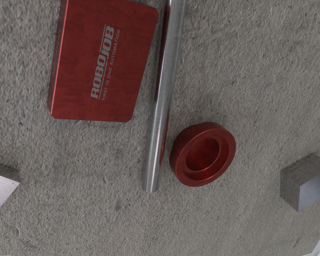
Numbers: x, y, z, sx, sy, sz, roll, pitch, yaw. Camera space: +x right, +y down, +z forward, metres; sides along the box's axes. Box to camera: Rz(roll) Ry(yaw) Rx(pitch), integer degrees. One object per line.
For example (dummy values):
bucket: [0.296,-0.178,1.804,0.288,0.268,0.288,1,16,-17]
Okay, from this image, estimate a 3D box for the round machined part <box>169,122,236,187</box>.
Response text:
round machined part: [0.057,0.034,0.448,0.099,0.042,0.097,-14,124,-21]

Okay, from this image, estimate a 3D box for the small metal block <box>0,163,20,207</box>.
small metal block: [-0.193,0.063,0.340,0.050,0.025,0.050,-49,129,6]

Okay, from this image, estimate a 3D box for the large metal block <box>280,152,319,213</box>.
large metal block: [0.289,0.108,0.616,0.080,0.050,0.080,-25,128,-13]

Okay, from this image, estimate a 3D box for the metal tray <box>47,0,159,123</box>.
metal tray: [-0.062,-0.071,0.326,0.091,0.030,0.129,3,117,-30]

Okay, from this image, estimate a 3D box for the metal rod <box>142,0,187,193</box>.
metal rod: [0.004,-0.044,0.381,0.025,0.025,0.298,-7,122,-25]
